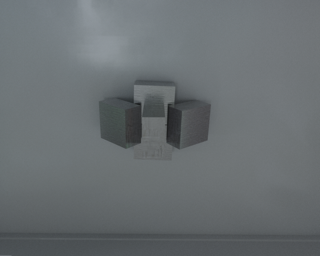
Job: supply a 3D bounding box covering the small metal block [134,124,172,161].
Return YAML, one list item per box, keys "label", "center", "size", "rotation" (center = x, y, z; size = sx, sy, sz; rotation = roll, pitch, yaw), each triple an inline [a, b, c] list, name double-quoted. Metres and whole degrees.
- label: "small metal block"
  center: [-0.009, 0.015, 0.414]
  size: [0.050, 0.025, 0.050]
  rotation: [2, 110, -1]

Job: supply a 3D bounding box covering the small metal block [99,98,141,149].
- label: "small metal block"
  center: [-0.051, -0.007, 0.392]
  size: [0.050, 0.025, 0.050]
  rotation: [19, 117, 39]

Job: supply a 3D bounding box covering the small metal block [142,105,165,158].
- label: "small metal block"
  center: [-0.007, 0.003, 0.370]
  size: [0.025, 0.050, 0.050]
  rotation: [0, 110, -1]

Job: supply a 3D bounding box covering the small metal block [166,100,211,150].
- label: "small metal block"
  center: [0.036, -0.005, 0.395]
  size: [0.050, 0.025, 0.050]
  rotation: [-15, 116, -37]

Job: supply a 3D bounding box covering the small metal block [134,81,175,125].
- label: "small metal block"
  center: [-0.008, -0.032, 0.396]
  size: [0.050, 0.025, 0.050]
  rotation: [2, 110, -2]
